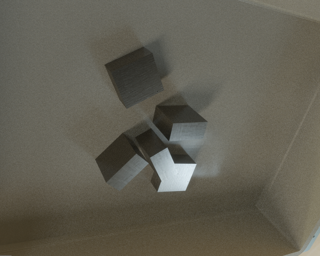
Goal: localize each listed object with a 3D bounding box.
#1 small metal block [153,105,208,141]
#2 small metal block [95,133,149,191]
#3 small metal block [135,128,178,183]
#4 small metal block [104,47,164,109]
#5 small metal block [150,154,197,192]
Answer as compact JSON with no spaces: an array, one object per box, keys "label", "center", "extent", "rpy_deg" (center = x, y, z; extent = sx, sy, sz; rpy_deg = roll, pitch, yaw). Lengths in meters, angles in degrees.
[{"label":"small metal block","center":[0.025,-0.008,0.403],"extent":[0.050,0.050,0.025],"rpy_deg":[-3,120,-27]},{"label":"small metal block","center":[-0.049,0.042,0.393],"extent":[0.050,0.050,0.025],"rpy_deg":[-44,130,2]},{"label":"small metal block","center":[-0.004,0.036,0.414],"extent":[0.025,0.050,0.050],"rpy_deg":[-30,129,-9]},{"label":"small metal block","center":[-0.029,-0.058,0.358],"extent":[0.050,0.025,0.050],"rpy_deg":[-28,128,-11]},{"label":"small metal block","center":[0.020,0.067,0.463],"extent":[0.050,0.025,0.050],"rpy_deg":[5,116,-31]}]
